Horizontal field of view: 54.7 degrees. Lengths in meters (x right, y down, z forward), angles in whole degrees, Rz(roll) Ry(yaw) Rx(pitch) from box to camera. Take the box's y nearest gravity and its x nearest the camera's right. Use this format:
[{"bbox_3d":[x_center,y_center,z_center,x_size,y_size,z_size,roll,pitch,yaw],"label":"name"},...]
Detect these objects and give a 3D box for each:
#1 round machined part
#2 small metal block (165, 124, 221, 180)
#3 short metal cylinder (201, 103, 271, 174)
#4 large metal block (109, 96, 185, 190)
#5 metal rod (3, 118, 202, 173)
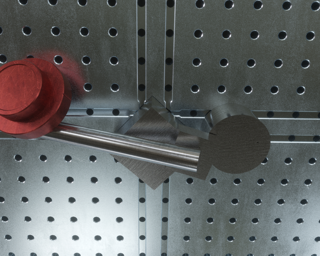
[{"bbox_3d":[-0.158,-0.039,0.359,0.098,0.042,0.098,-3,71,10],"label":"round machined part"},{"bbox_3d":[0.038,0.029,0.369,0.050,0.025,0.050,17,109,-7],"label":"small metal block"},{"bbox_3d":[0.096,0.013,0.406,0.081,0.050,0.079,0,110,-1],"label":"short metal cylinder"},{"bbox_3d":[-0.009,0.019,0.405,0.080,0.050,0.080,42,104,-14],"label":"large metal block"},{"bbox_3d":[-0.102,0.008,0.369,0.301,0.025,0.025,11,111,13],"label":"metal rod"}]
